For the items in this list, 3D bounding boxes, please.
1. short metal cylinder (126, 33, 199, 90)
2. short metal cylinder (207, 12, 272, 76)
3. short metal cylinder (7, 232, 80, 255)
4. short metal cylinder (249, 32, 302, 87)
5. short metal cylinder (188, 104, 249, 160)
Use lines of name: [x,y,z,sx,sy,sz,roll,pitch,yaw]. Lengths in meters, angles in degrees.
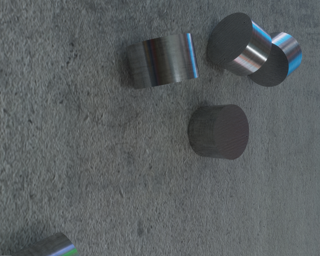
short metal cylinder: [0.003,-0.079,0.371,0.081,0.080,0.050,-19,103,-38]
short metal cylinder: [0.119,-0.125,0.468,0.050,0.080,0.080,18,79,-39]
short metal cylinder: [-0.103,0.144,0.283,0.050,0.080,0.079,-17,101,-39]
short metal cylinder: [0.191,-0.117,0.529,0.050,0.080,0.080,-36,112,-34]
short metal cylinder: [0.088,0.006,0.462,0.081,0.050,0.080,0,90,-40]
